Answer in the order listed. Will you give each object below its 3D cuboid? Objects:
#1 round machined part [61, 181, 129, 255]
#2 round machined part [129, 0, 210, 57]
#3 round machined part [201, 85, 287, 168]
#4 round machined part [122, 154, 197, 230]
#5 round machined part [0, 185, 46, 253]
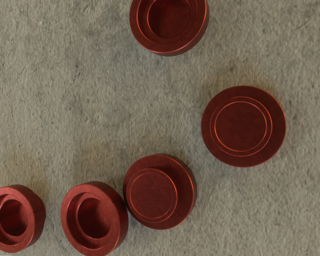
[{"bbox_3d":[-0.084,0.121,0.424,0.098,0.042,0.097,2,94,26],"label":"round machined part"},{"bbox_3d":[0.014,-0.139,0.394,0.098,0.042,0.097,0,90,19],"label":"round machined part"},{"bbox_3d":[0.097,-0.002,0.366,0.098,0.042,0.097,0,90,19],"label":"round machined part"},{"bbox_3d":[-0.005,0.083,0.401,0.098,0.042,0.097,0,90,19],"label":"round machined part"},{"bbox_3d":[-0.216,0.135,0.474,0.098,0.042,0.097,0,90,19],"label":"round machined part"}]
